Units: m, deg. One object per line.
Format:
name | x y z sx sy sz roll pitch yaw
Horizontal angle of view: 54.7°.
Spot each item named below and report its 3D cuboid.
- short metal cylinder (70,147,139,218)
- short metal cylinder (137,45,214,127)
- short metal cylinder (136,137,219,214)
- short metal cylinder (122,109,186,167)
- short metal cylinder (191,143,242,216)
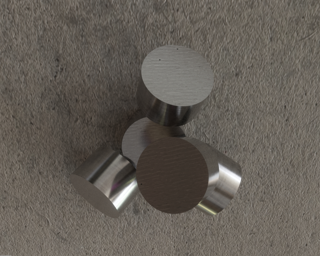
short metal cylinder | -0.069 0.071 0.401 0.080 0.050 0.080 27 146 21
short metal cylinder | 0.016 -0.048 0.357 0.080 0.080 0.050 13 153 -5
short metal cylinder | 0.021 0.050 0.345 0.080 0.050 0.080 -1 88 22
short metal cylinder | -0.007 0.015 0.403 0.081 0.050 0.079 0 110 -1
short metal cylinder | 0.060 0.067 0.406 0.050 0.080 0.080 33 107 -12
